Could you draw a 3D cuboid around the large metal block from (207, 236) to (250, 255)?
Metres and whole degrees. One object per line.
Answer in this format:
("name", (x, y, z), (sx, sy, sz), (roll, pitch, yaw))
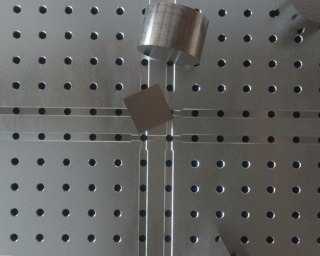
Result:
("large metal block", (0.081, 0.196, 0.387), (0.050, 0.080, 0.080), (34, 90, 0))

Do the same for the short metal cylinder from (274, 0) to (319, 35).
("short metal cylinder", (0.198, -0.168, 0.402), (0.081, 0.050, 0.079), (0, 90, 0))

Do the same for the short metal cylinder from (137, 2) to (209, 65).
("short metal cylinder", (0.016, -0.114, 0.386), (0.080, 0.080, 0.050), (13, 90, 0))

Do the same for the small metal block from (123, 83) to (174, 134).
("small metal block", (-0.015, -0.025, 0.413), (0.050, 0.025, 0.050), (-25, 90, 0))
